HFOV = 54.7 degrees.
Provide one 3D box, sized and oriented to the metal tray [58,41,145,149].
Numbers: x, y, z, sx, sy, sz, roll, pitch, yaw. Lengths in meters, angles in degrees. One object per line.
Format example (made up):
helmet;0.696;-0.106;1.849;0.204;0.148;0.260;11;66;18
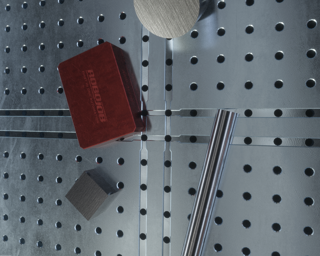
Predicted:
metal tray;-0.085;-0.044;0.439;0.090;0.030;0.129;-19;84;18

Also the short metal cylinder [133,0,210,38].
short metal cylinder;0.015;-0.156;0.373;0.080;0.050;0.079;13;131;16

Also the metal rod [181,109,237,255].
metal rod;0.049;0.124;0.394;0.025;0.025;0.298;15;95;19

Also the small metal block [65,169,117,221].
small metal block;-0.099;0.095;0.446;0.050;0.025;0.050;42;103;15
